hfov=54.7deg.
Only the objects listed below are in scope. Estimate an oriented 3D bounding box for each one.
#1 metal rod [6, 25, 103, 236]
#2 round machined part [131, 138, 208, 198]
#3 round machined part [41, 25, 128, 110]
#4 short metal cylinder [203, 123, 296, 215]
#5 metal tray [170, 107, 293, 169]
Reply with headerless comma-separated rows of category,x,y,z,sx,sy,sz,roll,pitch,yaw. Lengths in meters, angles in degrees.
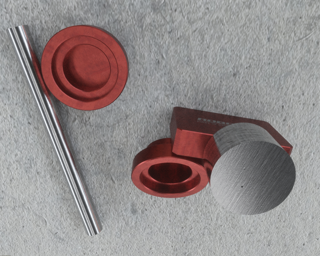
metal rod,-0.133,0.017,0.414,0.025,0.025,0.298,-13,110,4
round machined part,0.014,0.050,0.405,0.099,0.042,0.097,1,139,1
round machined part,-0.086,-0.073,0.372,0.099,0.042,0.097,0,110,-1
short metal cylinder,0.088,0.040,0.315,0.081,0.050,0.079,0,110,-1
metal tray,0.080,0.010,0.379,0.131,0.090,0.030,9,110,-4
